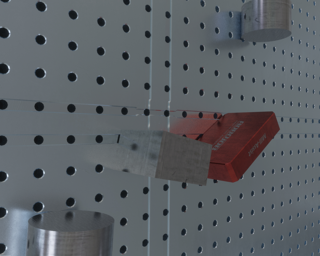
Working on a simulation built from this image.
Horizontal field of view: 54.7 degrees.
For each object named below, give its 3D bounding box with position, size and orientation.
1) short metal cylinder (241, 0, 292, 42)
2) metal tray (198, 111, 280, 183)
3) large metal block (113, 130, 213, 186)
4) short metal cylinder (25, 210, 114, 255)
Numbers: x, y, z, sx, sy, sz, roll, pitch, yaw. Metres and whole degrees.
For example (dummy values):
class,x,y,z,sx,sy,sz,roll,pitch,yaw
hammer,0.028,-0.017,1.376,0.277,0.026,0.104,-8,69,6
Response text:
class,x,y,z,sx,sy,sz,roll,pitch,yaw
short metal cylinder,0.179,-0.181,0.523,0.081,0.080,0.050,0,90,-40
metal tray,0.103,0.022,0.453,0.131,0.090,0.030,-39,115,-33
large metal block,0.003,0.035,0.376,0.081,0.080,0.050,17,80,-39
short metal cylinder,-0.087,0.114,0.301,0.081,0.080,0.050,6,87,-40
